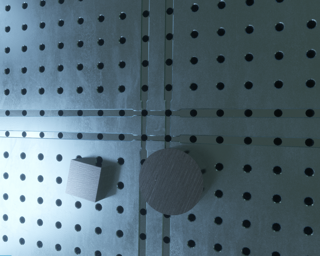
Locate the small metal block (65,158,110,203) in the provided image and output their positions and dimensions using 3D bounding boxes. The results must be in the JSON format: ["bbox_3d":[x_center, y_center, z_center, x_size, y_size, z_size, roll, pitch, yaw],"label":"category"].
[{"bbox_3d":[-0.105,0.074,0.448,0.050,0.025,0.050,12,94,19],"label":"small metal block"}]

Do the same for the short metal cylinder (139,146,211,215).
[{"bbox_3d":[0.020,0.064,0.391,0.080,0.050,0.079,0,90,19],"label":"short metal cylinder"}]
